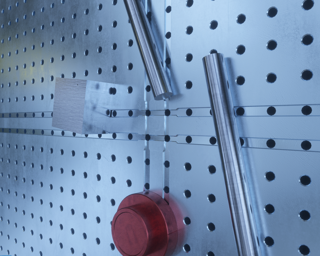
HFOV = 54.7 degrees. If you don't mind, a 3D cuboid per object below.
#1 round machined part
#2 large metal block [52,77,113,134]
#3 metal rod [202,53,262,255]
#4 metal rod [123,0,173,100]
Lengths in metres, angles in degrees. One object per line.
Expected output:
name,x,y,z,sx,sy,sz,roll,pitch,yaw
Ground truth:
round machined part,-0.028,0.138,0.419,0.098,0.042,0.097,0,90,39
large metal block,-0.124,-0.036,0.493,0.080,0.050,0.079,11,97,39
metal rod,0.084,0.065,0.338,0.025,0.025,0.298,-15,81,39
metal rod,-0.039,-0.180,0.438,0.025,0.025,0.299,-28,73,36
